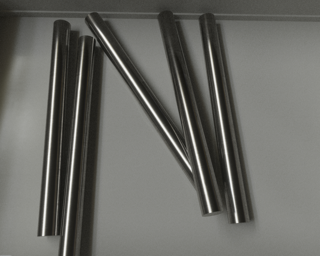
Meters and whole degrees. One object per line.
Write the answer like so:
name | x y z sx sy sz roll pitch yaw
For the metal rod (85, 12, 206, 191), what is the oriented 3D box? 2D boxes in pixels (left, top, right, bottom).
metal rod | -0.023 -0.046 0.426 0.025 0.025 0.299 -30 73 -11

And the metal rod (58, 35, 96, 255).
metal rod | -0.105 0.012 0.403 0.025 0.025 0.299 0 70 -1

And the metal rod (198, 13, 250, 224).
metal rod | 0.083 -0.027 0.420 0.025 0.025 0.299 -4 70 -2

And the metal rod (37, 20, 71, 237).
metal rod | -0.138 -0.014 0.413 0.025 0.025 0.299 -3 70 -1

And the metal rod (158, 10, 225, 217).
metal rod | 0.034 -0.037 0.407 0.025 0.025 0.299 -9 64 -4
